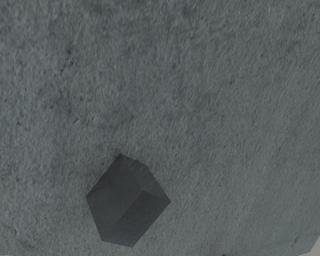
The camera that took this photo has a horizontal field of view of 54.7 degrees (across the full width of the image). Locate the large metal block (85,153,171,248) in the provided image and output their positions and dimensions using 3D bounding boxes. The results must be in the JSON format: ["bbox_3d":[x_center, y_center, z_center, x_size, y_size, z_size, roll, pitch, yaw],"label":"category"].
[{"bbox_3d":[-0.044,0.094,0.406,0.050,0.080,0.080,32,100,-39],"label":"large metal block"}]

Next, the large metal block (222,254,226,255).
[{"bbox_3d":[0.129,0.333,0.671,0.080,0.050,0.080,-30,129,-9],"label":"large metal block"}]
